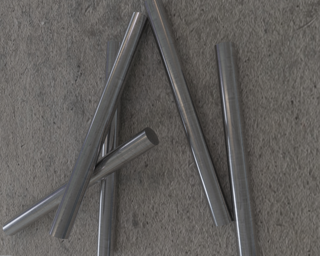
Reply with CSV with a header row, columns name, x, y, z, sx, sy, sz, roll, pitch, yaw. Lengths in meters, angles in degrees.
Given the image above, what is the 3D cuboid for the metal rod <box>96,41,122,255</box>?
name,x,y,z,sx,sy,sz,roll,pitch,yaw
metal rod,-0.069,0.031,0.433,0.025,0.025,0.298,3,91,20

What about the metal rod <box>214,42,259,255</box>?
name,x,y,z,sx,sy,sz,roll,pitch,yaw
metal rod,0.095,0.046,0.375,0.025,0.025,0.298,-7,88,20

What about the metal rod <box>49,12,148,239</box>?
name,x,y,z,sx,sy,sz,roll,pitch,yaw
metal rod,-0.075,-0.010,0.397,0.025,0.025,0.299,16,81,19

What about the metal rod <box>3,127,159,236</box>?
name,x,y,z,sx,sy,sz,roll,pitch,yaw
metal rod,-0.124,0.085,0.432,0.299,0.025,0.025,-33,79,24

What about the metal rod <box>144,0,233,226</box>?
name,x,y,z,sx,sy,sz,roll,pitch,yaw
metal rod,0.034,-0.026,0.396,0.025,0.025,0.299,-19,84,19
